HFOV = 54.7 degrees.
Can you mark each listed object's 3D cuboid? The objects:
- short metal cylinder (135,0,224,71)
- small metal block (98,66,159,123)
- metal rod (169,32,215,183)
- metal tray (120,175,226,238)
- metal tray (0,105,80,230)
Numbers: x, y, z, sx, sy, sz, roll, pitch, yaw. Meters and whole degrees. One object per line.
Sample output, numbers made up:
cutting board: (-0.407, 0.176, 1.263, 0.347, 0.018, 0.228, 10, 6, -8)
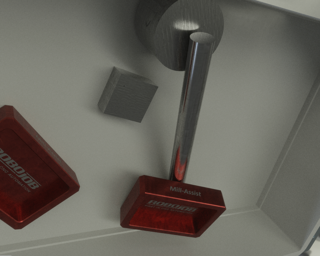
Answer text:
short metal cylinder: (0.020, -0.108, 0.332, 0.081, 0.050, 0.079, -17, 133, -19)
small metal block: (-0.038, -0.038, 0.365, 0.050, 0.025, 0.050, 15, 111, -35)
metal rod: (0.030, 0.021, 0.403, 0.025, 0.025, 0.298, -14, 136, -21)
metal tray: (0.017, 0.118, 0.452, 0.131, 0.030, 0.089, 15, 129, -19)
metal tray: (-0.164, 0.049, 0.346, 0.090, 0.030, 0.130, -34, 129, -6)
